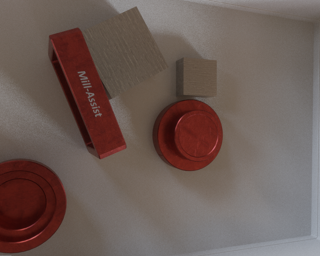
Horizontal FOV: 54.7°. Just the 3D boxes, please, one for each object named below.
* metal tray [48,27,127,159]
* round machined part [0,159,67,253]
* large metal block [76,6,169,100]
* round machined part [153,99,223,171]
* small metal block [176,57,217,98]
[{"bbox_3d":[-0.084,-0.034,0.345,0.030,0.090,0.129,-23,98,-19],"label":"metal tray"},{"bbox_3d":[-0.156,0.082,0.344,0.099,0.042,0.097,0,90,-21],"label":"round machined part"},{"bbox_3d":[-0.050,-0.088,0.380,0.080,0.050,0.080,-32,101,-17],"label":"large metal block"},{"bbox_3d":[0.043,0.010,0.419,0.099,0.042,0.097,0,90,-21],"label":"round machined part"},{"bbox_3d":[0.050,-0.069,0.430,0.050,0.025,0.050,0,90,-21],"label":"small metal block"}]
